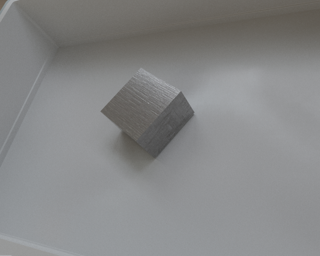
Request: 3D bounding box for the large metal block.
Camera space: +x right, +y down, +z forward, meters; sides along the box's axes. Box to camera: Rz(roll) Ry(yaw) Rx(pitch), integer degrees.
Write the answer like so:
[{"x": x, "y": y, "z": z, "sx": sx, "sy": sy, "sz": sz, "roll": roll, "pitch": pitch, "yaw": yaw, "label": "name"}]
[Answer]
[{"x": -0.017, "y": -0.021, "z": 0.408, "sx": 0.080, "sy": 0.050, "sz": 0.080, "roll": -48, "pitch": 52, "yaw": -7, "label": "large metal block"}]
